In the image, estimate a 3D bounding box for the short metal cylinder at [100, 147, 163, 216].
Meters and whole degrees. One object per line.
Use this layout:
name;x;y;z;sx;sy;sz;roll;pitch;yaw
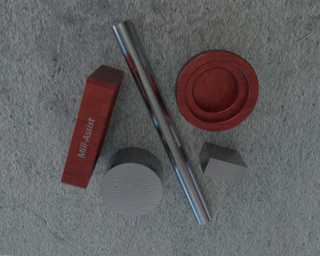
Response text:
short metal cylinder;-0.037;0.072;0.424;0.081;0.050;0.079;0;110;-1

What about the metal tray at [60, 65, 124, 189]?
metal tray;-0.080;-0.004;0.374;0.030;0.090;0.129;17;109;-7

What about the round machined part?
round machined part;0.067;-0.048;0.385;0.099;0.042;0.097;0;110;-1

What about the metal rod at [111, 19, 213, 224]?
metal rod;0.010;0.006;0.414;0.025;0.025;0.299;-21;109;7

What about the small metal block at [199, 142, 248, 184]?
small metal block;0.082;0.046;0.413;0.050;0.050;0.025;16;109;-6
